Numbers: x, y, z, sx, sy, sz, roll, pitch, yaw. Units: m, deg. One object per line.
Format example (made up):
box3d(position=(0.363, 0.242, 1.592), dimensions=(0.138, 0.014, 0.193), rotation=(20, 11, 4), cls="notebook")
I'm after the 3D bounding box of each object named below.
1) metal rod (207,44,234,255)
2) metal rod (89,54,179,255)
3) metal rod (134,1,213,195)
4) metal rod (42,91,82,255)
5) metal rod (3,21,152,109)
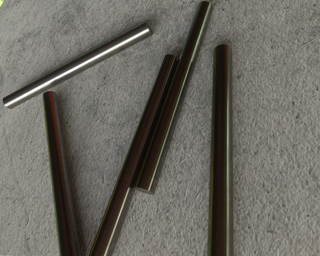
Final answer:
box3d(position=(0.070, 0.025, 0.351), dimensions=(0.025, 0.025, 0.299), rotation=(-7, 58, 24), cls="metal rod")
box3d(position=(-0.028, 0.030, 0.399), dimensions=(0.025, 0.025, 0.300), rotation=(5, 64, 30), cls="metal rod")
box3d(position=(0.026, -0.056, 0.424), dimensions=(0.025, 0.025, 0.300), rotation=(5, 64, 30), cls="metal rod")
box3d(position=(-0.146, 0.055, 0.447), dimensions=(0.025, 0.025, 0.300), rotation=(-30, 52, 9), cls="metal rod")
box3d(position=(-0.152, -0.106, 0.549), dimensions=(0.300, 0.025, 0.025), rotation=(-24, 53, 13), cls="metal rod")
